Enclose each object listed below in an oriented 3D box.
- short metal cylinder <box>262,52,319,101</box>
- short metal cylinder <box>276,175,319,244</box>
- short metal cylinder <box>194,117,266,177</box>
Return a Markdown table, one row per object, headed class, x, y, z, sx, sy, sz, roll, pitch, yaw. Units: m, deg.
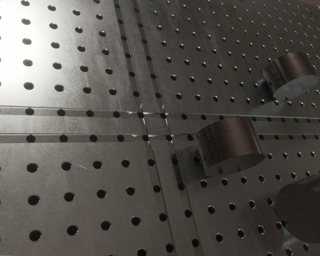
| class | x | y | z | sx | sy | sz | roll | pitch | yaw |
| --- | --- | --- | --- | --- | --- | --- | --- | --- | --- |
| short metal cylinder | 0.233 | -0.092 | 0.558 | 0.081 | 0.080 | 0.050 | -1 | 63 | -29 |
| short metal cylinder | 0.208 | 0.109 | 0.421 | 0.050 | 0.080 | 0.080 | -10 | 67 | -33 |
| short metal cylinder | 0.091 | 0.027 | 0.407 | 0.081 | 0.080 | 0.050 | 0 | 62 | -29 |
